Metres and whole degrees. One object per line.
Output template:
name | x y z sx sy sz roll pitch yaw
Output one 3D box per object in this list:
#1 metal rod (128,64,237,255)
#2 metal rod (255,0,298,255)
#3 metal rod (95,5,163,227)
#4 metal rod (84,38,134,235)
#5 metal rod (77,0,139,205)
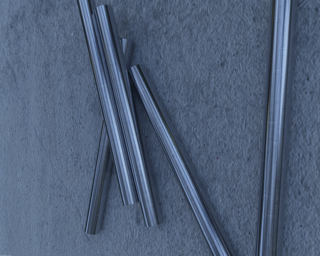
metal rod | 0.027 0.047 0.380 0.025 0.025 0.299 -38 67 33
metal rod | 0.115 0.014 0.309 0.025 0.025 0.298 5 93 39
metal rod | -0.043 -0.018 0.417 0.025 0.025 0.298 -16 86 38
metal rod | -0.078 0.018 0.466 0.025 0.025 0.298 18 101 38
metal rod | -0.073 -0.043 0.430 0.025 0.025 0.298 -16 86 38
